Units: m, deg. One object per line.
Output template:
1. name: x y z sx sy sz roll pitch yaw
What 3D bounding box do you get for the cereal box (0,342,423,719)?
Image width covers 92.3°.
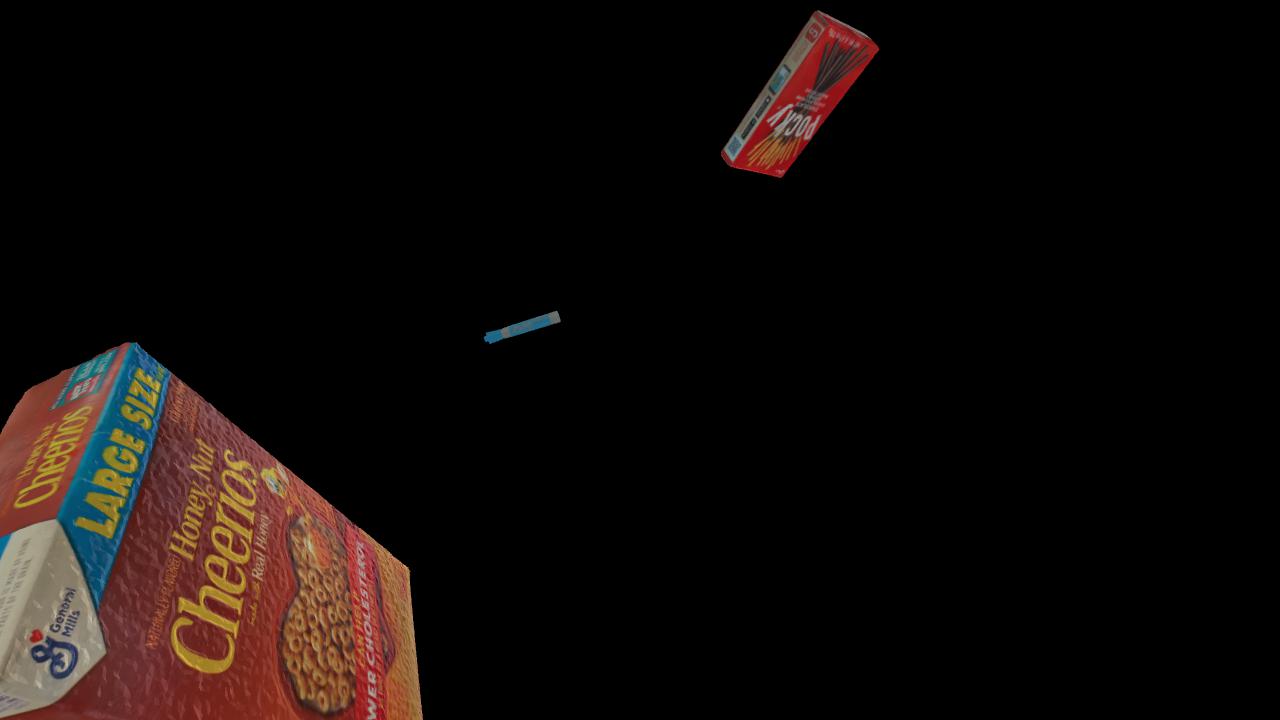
1. cereal box: -0.245 0.163 0.381 0.081 0.306 0.203 -25 44 -4

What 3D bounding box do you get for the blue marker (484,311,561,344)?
1. blue marker: -0.184 -0.050 0.958 0.121 0.020 0.020 -18 1 -3

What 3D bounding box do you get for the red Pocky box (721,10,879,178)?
1. red Pocky box: 0.153 -0.251 0.602 0.083 0.028 0.155 -5 -34 -38
